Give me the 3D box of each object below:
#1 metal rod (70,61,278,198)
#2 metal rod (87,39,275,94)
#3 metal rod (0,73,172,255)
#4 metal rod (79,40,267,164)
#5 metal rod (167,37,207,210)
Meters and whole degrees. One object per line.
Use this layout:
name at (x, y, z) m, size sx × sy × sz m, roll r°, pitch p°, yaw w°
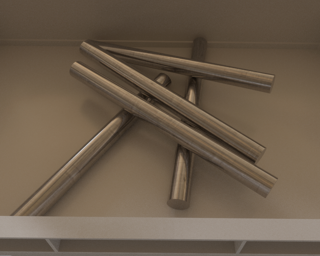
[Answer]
metal rod at (-0.001, -0.011, 0.379) m, size 0.300 × 0.025 × 0.025 m, roll 32°, pitch 57°, yaw 23°
metal rod at (0.013, -0.096, 0.459) m, size 0.301 × 0.025 × 0.025 m, roll 17°, pitch 52°, yaw 23°
metal rod at (-0.078, 0.023, 0.384) m, size 0.025 × 0.025 × 0.301 m, roll 28°, pitch 55°, yaw 21°
metal rod at (0.000, -0.045, 0.408) m, size 0.300 × 0.025 × 0.025 m, roll 35°, pitch 58°, yaw 25°
metal rod at (0.044, -0.030, 0.431) m, size 0.025 × 0.025 × 0.300 m, roll 7°, pitch 50°, yaw 6°
